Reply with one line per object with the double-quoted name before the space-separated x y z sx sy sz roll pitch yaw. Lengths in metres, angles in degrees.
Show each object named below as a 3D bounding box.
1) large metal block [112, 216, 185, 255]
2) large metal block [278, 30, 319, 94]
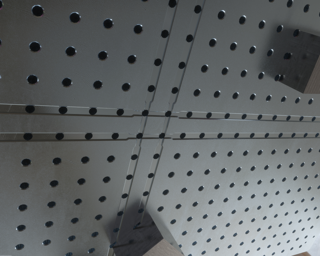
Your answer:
"large metal block" -0.018 0.206 0.515 0.080 0.050 0.080 -39 130 -2
"large metal block" 0.240 -0.098 0.469 0.081 0.050 0.079 -3 120 -28
